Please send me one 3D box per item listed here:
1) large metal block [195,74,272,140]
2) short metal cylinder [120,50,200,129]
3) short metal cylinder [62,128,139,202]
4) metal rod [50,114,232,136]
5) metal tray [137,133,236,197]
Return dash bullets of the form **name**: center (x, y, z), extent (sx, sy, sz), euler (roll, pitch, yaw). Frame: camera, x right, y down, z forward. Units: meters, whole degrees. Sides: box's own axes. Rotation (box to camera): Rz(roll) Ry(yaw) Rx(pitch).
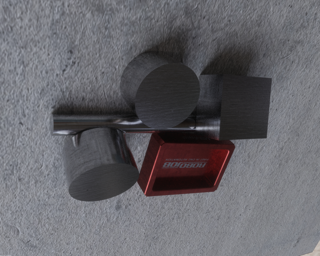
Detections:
- **large metal block**: center (0.097, -0.028, 0.412), extent (0.081, 0.050, 0.079), euler (-1, 98, -28)
- **short metal cylinder**: center (-0.001, -0.045, 0.364), extent (0.081, 0.050, 0.079), euler (-14, 124, -21)
- **short metal cylinder**: center (-0.070, 0.044, 0.365), extent (0.081, 0.050, 0.080), euler (-15, 145, -11)
- **metal rod**: center (0.014, -0.006, 0.414), extent (0.303, 0.025, 0.025), euler (-1, 119, -28)
- **metal tray**: center (0.040, 0.054, 0.459), extent (0.131, 0.030, 0.089), euler (3, 117, -30)
